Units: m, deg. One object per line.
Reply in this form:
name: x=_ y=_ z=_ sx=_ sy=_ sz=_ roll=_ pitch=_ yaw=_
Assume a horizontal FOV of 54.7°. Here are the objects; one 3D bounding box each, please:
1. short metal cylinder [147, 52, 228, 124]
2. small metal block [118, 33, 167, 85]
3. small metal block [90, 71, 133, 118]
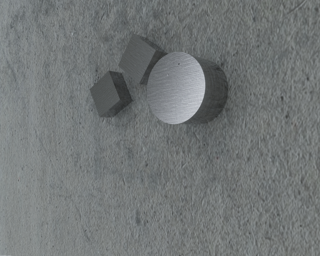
short metal cylinder: x=0.031 y=-0.044 z=0.361 sx=0.080 sy=0.050 sz=0.079 roll=0 pitch=90 yaw=39
small metal block: x=-0.024 y=-0.093 z=0.423 sx=0.050 sy=0.025 sz=0.050 roll=43 pitch=116 yaw=31
small metal block: x=-0.074 y=-0.050 z=0.463 sx=0.050 sy=0.025 sz=0.050 roll=-35 pitch=69 yaw=34
